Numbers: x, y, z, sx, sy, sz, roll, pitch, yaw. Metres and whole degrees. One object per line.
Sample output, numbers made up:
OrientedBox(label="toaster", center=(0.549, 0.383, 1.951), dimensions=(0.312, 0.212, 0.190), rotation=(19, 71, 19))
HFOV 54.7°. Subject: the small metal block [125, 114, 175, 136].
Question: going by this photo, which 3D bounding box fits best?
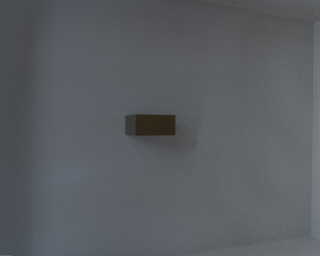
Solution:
OrientedBox(label="small metal block", center=(-0.013, -0.004, 0.393), dimensions=(0.050, 0.050, 0.025), rotation=(0, 90, -20))
